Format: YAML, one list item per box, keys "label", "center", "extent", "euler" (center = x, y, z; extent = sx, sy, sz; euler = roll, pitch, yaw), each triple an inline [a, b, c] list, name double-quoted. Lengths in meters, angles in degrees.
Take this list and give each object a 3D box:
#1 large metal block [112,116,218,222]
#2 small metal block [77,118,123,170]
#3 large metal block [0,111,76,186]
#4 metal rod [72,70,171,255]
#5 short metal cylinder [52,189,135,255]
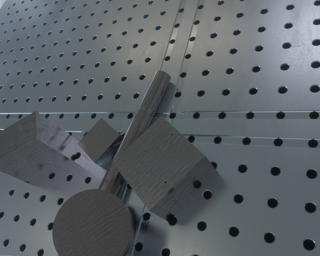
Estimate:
- label: "large metal block"
  center: [0.006, 0.046, 0.361]
  extent: [0.080, 0.050, 0.080]
  euler: [-44, 51, -3]
- label: "small metal block"
  center: [-0.080, 0.022, 0.437]
  extent: [0.050, 0.025, 0.050]
  euler: [-48, 51, -6]
- label: "large metal block"
  center: [-0.182, 0.032, 0.449]
  extent: [0.080, 0.080, 0.050]
  euler: [-28, 52, 11]
- label: "metal rod"
  center: [-0.054, 0.053, 0.403]
  extent: [0.025, 0.025, 0.300]
  euler: [11, 67, 33]
- label: "short metal cylinder"
  center: [-0.070, 0.111, 0.341]
  extent: [0.081, 0.050, 0.080]
  euler: [0, 70, 0]
